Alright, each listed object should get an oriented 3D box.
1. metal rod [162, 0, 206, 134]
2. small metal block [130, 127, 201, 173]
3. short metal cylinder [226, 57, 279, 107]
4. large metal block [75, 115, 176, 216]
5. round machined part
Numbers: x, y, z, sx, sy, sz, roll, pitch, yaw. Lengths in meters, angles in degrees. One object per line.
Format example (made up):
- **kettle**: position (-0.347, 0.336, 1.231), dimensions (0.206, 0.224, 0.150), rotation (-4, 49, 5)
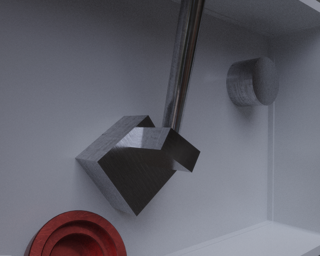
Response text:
- **metal rod**: position (0.027, -0.082, 0.345), dimensions (0.025, 0.025, 0.298), rotation (-19, 129, -39)
- **small metal block**: position (0.006, 0.023, 0.332), dimensions (0.050, 0.050, 0.025), rotation (38, 66, -34)
- **short metal cylinder**: position (0.158, -0.077, 0.526), dimensions (0.081, 0.050, 0.079), rotation (0, 90, -40)
- **large metal block**: position (-0.035, 0.041, 0.362), dimensions (0.080, 0.050, 0.080), rotation (-45, 117, -31)
- **round machined part**: position (-0.086, 0.136, 0.307), dimensions (0.099, 0.042, 0.098), rotation (23, 46, -25)
